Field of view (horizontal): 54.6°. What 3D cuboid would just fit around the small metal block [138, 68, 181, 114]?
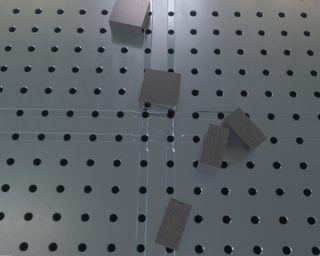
[{"bbox_3d":[0.000,-0.051,0.431,0.050,0.025,0.050,10,70,3],"label":"small metal block"}]

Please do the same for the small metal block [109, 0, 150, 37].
[{"bbox_3d":[-0.045,-0.172,0.474,0.050,0.025,0.050,13,70,4],"label":"small metal block"}]

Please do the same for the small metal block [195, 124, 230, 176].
[{"bbox_3d":[0.065,0.029,0.388,0.025,0.050,0.050,16,71,6],"label":"small metal block"}]

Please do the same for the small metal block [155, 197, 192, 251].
[{"bbox_3d":[0.015,0.112,0.358,0.025,0.050,0.050,20,71,7],"label":"small metal block"}]

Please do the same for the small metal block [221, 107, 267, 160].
[{"bbox_3d":[0.103,0.009,0.396,0.025,0.050,0.050,-35,74,-12],"label":"small metal block"}]
